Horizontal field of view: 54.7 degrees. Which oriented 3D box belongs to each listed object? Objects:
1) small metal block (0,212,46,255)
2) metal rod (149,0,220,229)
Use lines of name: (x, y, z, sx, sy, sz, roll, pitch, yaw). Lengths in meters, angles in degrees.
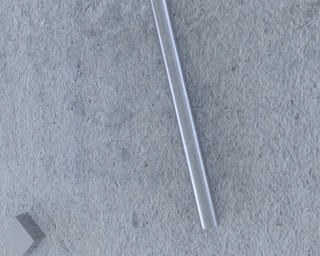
small metal block: (-0.216, 0.170, 0.485, 0.050, 0.025, 0.050, 44, 104, 14)
metal rod: (0.030, -0.024, 0.398, 0.025, 0.025, 0.298, -14, 85, 19)
